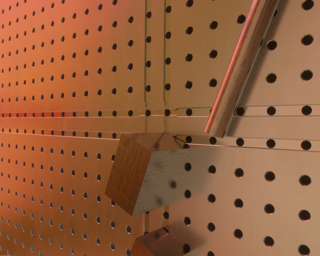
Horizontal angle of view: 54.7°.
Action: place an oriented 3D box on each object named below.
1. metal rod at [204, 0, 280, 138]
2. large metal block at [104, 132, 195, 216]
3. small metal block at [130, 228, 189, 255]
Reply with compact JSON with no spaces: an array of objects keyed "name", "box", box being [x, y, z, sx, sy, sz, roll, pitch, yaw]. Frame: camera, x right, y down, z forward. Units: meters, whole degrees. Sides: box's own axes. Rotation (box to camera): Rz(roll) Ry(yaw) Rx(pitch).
[{"name":"metal rod","box":[0.109,-0.130,0.318,0.025,0.025,0.298,30,108,36]},{"name":"large metal block","box":[-0.012,0.052,0.382,0.050,0.081,0.079,28,107,36]},{"name":"small metal block","box":[0.000,0.158,0.392,0.050,0.050,0.025,33,110,35]}]
